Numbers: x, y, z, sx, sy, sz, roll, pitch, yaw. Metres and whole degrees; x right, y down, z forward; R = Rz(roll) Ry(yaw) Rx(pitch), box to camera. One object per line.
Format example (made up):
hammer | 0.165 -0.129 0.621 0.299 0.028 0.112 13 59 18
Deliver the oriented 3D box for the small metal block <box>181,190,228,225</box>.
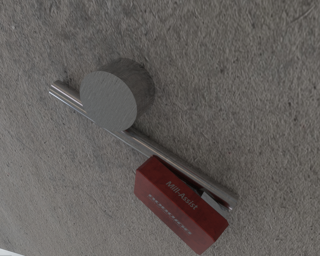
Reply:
small metal block | 0.056 0.110 0.427 0.050 0.025 0.050 43 156 -19

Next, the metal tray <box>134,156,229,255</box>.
metal tray | 0.022 0.107 0.421 0.130 0.030 0.090 40 151 17

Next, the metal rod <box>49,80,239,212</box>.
metal rod | -0.026 0.021 0.433 0.301 0.025 0.025 33 129 6

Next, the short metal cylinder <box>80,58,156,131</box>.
short metal cylinder | -0.053 -0.042 0.392 0.080 0.050 0.079 13 124 21
